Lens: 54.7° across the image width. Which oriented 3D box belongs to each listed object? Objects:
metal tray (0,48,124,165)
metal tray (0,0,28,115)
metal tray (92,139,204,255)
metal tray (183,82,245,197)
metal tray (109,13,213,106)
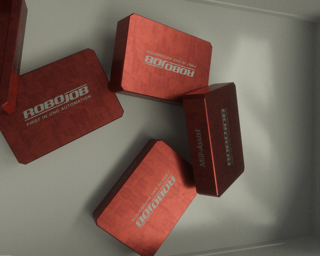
[{"bbox_3d":[-0.121,-0.027,0.364,0.131,0.030,0.090,-28,100,-18],"label":"metal tray"},{"bbox_3d":[-0.192,-0.082,0.315,0.091,0.030,0.129,4,76,-13],"label":"metal tray"},{"bbox_3d":[-0.012,0.090,0.405,0.090,0.030,0.130,41,77,-16],"label":"metal tray"},{"bbox_3d":[0.074,0.012,0.403,0.091,0.030,0.129,-26,110,-51],"label":"metal tray"},{"bbox_3d":[0.006,-0.079,0.394,0.131,0.030,0.089,8,87,-35],"label":"metal tray"}]
